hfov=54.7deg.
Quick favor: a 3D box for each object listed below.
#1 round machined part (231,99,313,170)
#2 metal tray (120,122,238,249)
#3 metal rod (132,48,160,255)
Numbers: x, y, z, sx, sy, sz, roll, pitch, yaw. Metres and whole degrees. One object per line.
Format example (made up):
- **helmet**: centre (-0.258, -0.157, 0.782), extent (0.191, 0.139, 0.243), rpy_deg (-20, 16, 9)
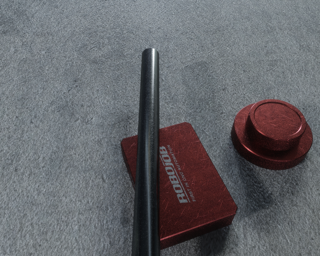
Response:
- **round machined part**: centre (0.143, 0.001, 0.393), extent (0.099, 0.042, 0.098), rpy_deg (0, 50, 0)
- **metal tray**: centre (0.016, 0.058, 0.351), extent (0.091, 0.030, 0.130), rpy_deg (-15, 52, -13)
- **metal rod**: centre (-0.013, 0.008, 0.356), extent (0.025, 0.025, 0.300), rpy_deg (0, 50, -1)
